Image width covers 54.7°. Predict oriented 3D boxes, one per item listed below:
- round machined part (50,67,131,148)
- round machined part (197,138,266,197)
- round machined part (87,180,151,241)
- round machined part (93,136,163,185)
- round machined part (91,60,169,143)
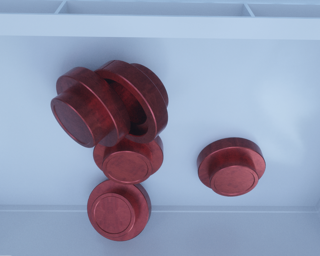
[{"bbox_3d":[-0.084,-0.016,0.350,0.098,0.042,0.097,30,145,24],"label":"round machined part"},{"bbox_3d":[0.105,0.063,0.453,0.099,0.042,0.097,0,130,0],"label":"round machined part"},{"bbox_3d":[-0.066,0.126,0.472,0.098,0.042,0.097,1,94,10],"label":"round machined part"},{"bbox_3d":[-0.044,0.042,0.433,0.099,0.042,0.097,0,130,0],"label":"round machined part"},{"bbox_3d":[-0.030,-0.033,0.348,0.098,0.042,0.097,29,145,24],"label":"round machined part"}]
